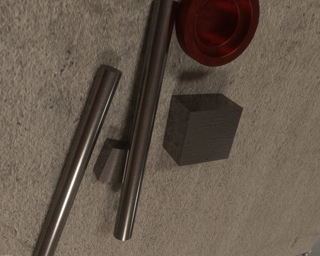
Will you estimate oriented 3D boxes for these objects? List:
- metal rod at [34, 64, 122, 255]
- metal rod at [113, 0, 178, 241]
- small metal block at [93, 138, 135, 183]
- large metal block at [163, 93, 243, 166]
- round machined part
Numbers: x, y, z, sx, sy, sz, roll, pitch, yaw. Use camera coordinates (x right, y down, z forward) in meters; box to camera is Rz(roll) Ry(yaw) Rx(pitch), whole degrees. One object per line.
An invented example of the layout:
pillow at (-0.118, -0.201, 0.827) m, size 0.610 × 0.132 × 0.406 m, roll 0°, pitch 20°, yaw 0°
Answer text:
metal rod at (-0.111, 0.064, 0.386) m, size 0.025 × 0.025 × 0.298 m, roll 11°, pitch 113°, yaw -34°
metal rod at (-0.021, 0.004, 0.372) m, size 0.025 × 0.025 × 0.298 m, roll 2°, pitch 110°, yaw -30°
small metal block at (-0.053, 0.044, 0.407) m, size 0.050 × 0.025 × 0.050 m, roll 13°, pitch 112°, yaw -34°
large metal block at (0.056, 0.000, 0.423) m, size 0.081 × 0.050 × 0.079 m, roll -5°, pitch 121°, yaw -26°
round machined part at (0.061, -0.124, 0.354) m, size 0.099 × 0.042 × 0.097 m, roll -14°, pitch 125°, yaw -21°
